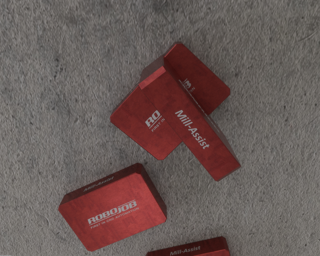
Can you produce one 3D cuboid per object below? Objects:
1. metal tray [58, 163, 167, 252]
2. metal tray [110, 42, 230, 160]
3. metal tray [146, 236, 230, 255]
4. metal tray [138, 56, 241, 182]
[{"bbox_3d":[-0.066,0.116,0.449,0.130,0.030,0.090,-25,109,8],"label":"metal tray"},{"bbox_3d":[0.012,-0.032,0.395,0.090,0.030,0.130,40,105,-14],"label":"metal tray"},{"bbox_3d":[0.050,0.229,0.491,0.131,0.030,0.089,-14,110,5],"label":"metal tray"},{"bbox_3d":[0.031,-0.014,0.337,0.030,0.090,0.130,-36,106,12],"label":"metal tray"}]
